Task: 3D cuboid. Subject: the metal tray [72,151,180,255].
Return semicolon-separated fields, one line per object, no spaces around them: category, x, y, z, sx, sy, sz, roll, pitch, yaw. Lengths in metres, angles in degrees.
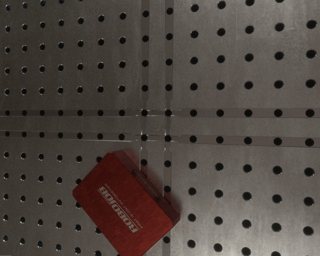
metal tray;-0.049;0.106;0.426;0.090;0.030;0.130;-47;76;13
